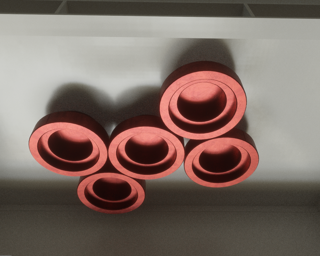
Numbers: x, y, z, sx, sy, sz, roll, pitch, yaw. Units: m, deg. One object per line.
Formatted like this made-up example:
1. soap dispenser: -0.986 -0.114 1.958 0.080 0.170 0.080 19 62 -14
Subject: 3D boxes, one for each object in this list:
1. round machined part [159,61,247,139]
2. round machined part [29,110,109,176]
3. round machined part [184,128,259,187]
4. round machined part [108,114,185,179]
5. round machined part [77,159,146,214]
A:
1. round machined part: 0.048 -0.036 0.364 0.099 0.042 0.097 0 130 0
2. round machined part: -0.115 0.016 0.407 0.099 0.042 0.097 0 130 0
3. round machined part: 0.081 0.034 0.424 0.099 0.042 0.097 0 130 0
4. round machined part: -0.017 0.021 0.411 0.099 0.042 0.097 0 130 0
5. round machined part: -0.070 0.083 0.464 0.099 0.042 0.097 0 130 0
